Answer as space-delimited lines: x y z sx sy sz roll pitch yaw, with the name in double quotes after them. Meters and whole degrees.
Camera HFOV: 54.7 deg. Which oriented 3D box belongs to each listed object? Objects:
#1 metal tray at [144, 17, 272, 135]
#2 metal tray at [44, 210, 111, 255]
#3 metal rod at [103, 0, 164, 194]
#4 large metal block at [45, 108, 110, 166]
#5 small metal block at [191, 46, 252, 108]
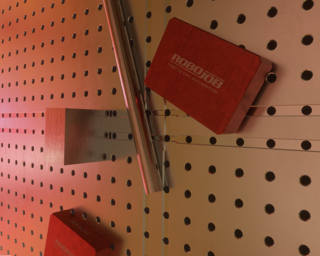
0.048 -0.062 0.356 0.130 0.030 0.089 38 113 33 "metal tray"
-0.143 0.207 0.521 0.130 0.030 0.089 20 103 38 "metal tray"
-0.041 -0.057 0.440 0.025 0.025 0.299 -22 76 37 "metal rod"
-0.125 0.011 0.474 0.050 0.081 0.079 4 92 40 "large metal block"
0.071 -0.057 0.350 0.050 0.025 0.050 44 116 30 "small metal block"
